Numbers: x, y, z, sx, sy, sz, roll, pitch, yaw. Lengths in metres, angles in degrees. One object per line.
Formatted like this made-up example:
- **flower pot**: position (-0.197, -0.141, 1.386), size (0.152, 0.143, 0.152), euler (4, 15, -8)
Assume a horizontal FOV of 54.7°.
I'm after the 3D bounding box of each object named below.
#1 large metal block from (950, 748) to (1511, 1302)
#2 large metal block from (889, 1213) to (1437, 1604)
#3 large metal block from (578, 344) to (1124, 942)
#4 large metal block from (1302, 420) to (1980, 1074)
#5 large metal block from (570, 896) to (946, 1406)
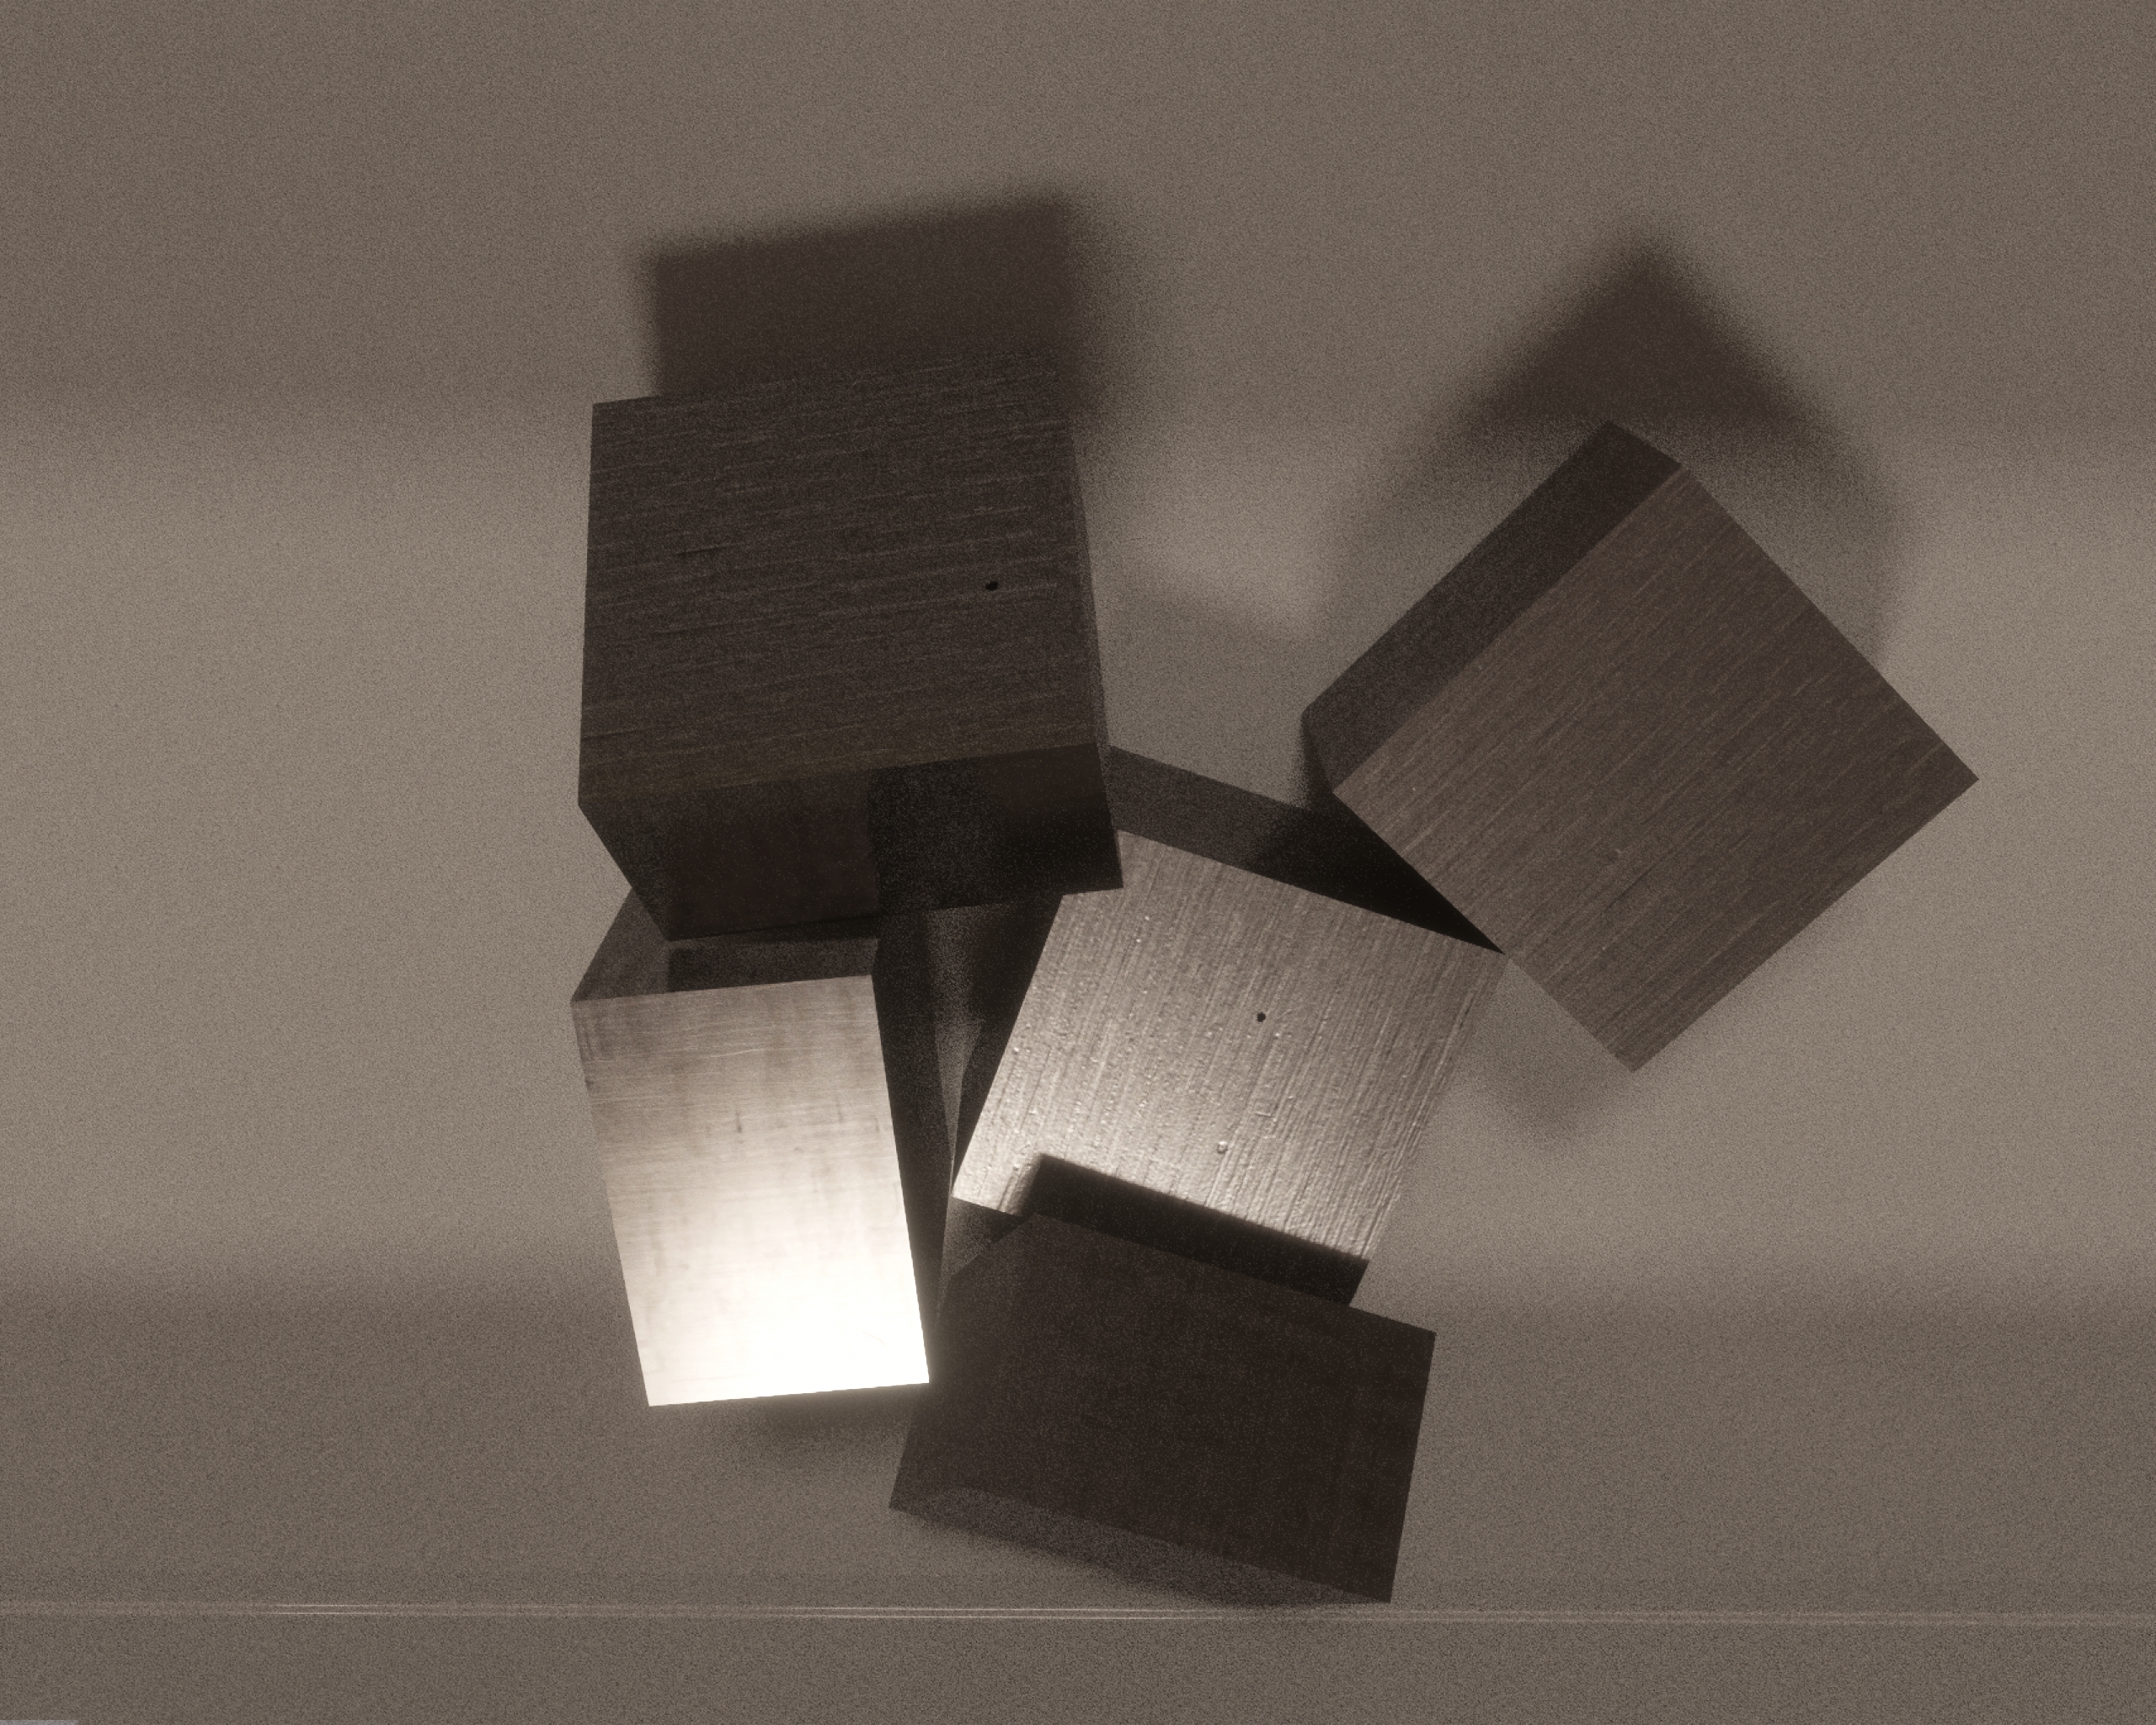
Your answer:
- **large metal block**: position (0.027, 0.031, 0.409), size (0.080, 0.050, 0.079), euler (18, 109, -7)
- **large metal block**: position (0.014, 0.112, 0.415), size (0.080, 0.080, 0.050), euler (18, 67, -9)
- **large metal block**: position (-0.038, -0.037, 0.360), size (0.080, 0.080, 0.050), euler (-7, 152, 3)
- **large metal block**: position (0.101, -0.022, 0.390), size (0.080, 0.050, 0.080), euler (42, 104, -14)
- **large metal block**: position (-0.056, 0.044, 0.396), size (0.050, 0.080, 0.079), euler (-5, 110, 1)
